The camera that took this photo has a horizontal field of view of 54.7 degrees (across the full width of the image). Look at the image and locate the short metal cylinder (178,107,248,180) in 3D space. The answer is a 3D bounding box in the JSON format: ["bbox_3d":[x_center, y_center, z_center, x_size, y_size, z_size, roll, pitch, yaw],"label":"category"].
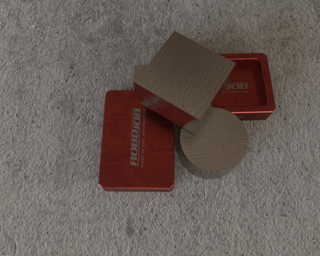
[{"bbox_3d":[0.064,0.021,0.389,0.080,0.050,0.080,0,70,0],"label":"short metal cylinder"}]

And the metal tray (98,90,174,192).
[{"bbox_3d":[-0.027,0.016,0.402,0.091,0.030,0.130,1,70,0],"label":"metal tray"}]

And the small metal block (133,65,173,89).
[{"bbox_3d":[-0.008,-0.061,0.418,0.050,0.050,0.025,1,70,0],"label":"small metal block"}]

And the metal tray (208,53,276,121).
[{"bbox_3d":[0.084,-0.056,0.428,0.131,0.030,0.090,-1,70,-1],"label":"metal tray"}]

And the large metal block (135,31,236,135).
[{"bbox_3d":[0.029,-0.052,0.361,0.080,0.050,0.080,31,73,10],"label":"large metal block"}]
